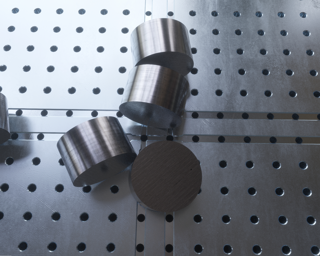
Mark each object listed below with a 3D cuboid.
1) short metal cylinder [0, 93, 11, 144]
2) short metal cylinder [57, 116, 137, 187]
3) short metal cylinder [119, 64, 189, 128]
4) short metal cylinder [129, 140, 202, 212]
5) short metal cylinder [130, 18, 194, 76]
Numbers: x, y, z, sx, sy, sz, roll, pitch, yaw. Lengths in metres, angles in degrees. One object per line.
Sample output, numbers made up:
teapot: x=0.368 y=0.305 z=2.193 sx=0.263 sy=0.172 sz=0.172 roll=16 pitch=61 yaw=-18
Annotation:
short metal cylinder: x=-0.232 y=-0.010 z=0.385 sx=0.081 sy=0.080 sz=0.050 roll=-13 pitch=71 yaw=-5
short metal cylinder: x=-0.075 y=0.029 z=0.371 sx=0.080 sy=0.080 sz=0.050 roll=-26 pitch=72 yaw=-9
short metal cylinder: x=-0.007 y=-0.038 z=0.396 sx=0.080 sy=0.080 sz=0.050 roll=12 pitch=71 yaw=4
short metal cylinder: x=0.004 y=0.059 z=0.369 sx=0.081 sy=0.050 sz=0.080 roll=2 pitch=76 yaw=-9
short metal cylinder: x=0.002 y=-0.102 z=0.420 sx=0.081 sy=0.080 sz=0.050 roll=-7 pitch=70 yaw=-3
